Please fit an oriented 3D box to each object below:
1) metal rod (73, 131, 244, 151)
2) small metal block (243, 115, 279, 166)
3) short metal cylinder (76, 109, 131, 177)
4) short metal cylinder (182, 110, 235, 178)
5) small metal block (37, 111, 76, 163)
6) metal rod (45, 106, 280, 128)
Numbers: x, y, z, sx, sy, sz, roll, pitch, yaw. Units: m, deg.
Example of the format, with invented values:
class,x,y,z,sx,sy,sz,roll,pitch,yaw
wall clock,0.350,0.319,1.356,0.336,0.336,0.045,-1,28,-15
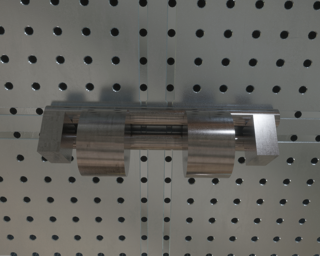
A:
class,x,y,z,sx,sy,sz,roll,pitch,yaw
metal rod,0.000,0.018,0.420,0.302,0.025,0.025,1,110,-1
small metal block,0.123,0.016,0.383,0.025,0.050,0.050,1,69,0
short metal cylinder,-0.063,0.017,0.366,0.050,0.080,0.079,1,110,0
short metal cylinder,0.055,0.019,0.368,0.050,0.080,0.079,1,110,0
small metal block,-0.125,0.013,0.380,0.025,0.050,0.050,1,68,0
metal rod,0.003,-0.015,0.408,0.302,0.025,0.025,1,110,-1
